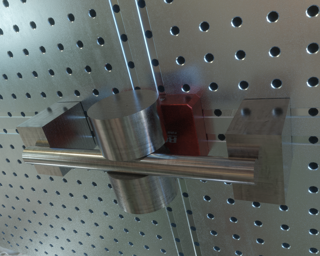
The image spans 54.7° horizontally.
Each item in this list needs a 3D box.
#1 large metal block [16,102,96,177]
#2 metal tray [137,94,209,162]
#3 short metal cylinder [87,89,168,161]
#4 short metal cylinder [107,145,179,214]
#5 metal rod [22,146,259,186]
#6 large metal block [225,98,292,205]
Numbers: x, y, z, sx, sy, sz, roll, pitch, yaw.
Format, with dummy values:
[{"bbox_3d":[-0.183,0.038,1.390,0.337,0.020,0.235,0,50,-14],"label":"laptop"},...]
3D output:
[{"bbox_3d":[-0.151,0.014,0.463,0.050,0.080,0.080,1,119,28],"label":"large metal block"},{"bbox_3d":[-0.007,0.004,0.414,0.130,0.030,0.089,1,119,27],"label":"metal tray"},{"bbox_3d":[-0.036,-0.006,0.352,0.080,0.080,0.050,1,119,28],"label":"short metal cylinder"},{"bbox_3d":[-0.021,0.060,0.385,0.080,0.080,0.050,1,119,28],"label":"short metal cylinder"},{"bbox_3d":[-0.044,0.039,0.354,0.300,0.025,0.025,1,119,27],"label":"metal rod"},{"bbox_3d":[0.109,0.022,0.330,0.050,0.080,0.080,1,119,28],"label":"large metal block"}]
